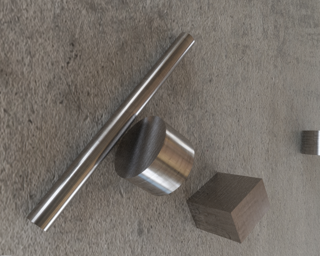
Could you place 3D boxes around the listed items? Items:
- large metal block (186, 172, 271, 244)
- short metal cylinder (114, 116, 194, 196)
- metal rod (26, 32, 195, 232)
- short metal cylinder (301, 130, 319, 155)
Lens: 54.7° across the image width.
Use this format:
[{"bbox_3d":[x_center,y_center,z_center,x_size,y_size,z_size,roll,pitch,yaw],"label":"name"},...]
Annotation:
[{"bbox_3d":[0.100,0.111,0.453,0.081,0.080,0.050,-33,111,-35],"label":"large metal block"},{"bbox_3d":[-0.007,0.033,0.363,0.050,0.080,0.080,38,67,-34],"label":"short metal cylinder"},{"bbox_3d":[-0.042,-0.015,0.369,0.025,0.025,0.301,51,60,-28],"label":"metal rod"},{"bbox_3d":[0.345,0.032,0.657,0.081,0.080,0.050,4,88,-40],"label":"short metal cylinder"}]
